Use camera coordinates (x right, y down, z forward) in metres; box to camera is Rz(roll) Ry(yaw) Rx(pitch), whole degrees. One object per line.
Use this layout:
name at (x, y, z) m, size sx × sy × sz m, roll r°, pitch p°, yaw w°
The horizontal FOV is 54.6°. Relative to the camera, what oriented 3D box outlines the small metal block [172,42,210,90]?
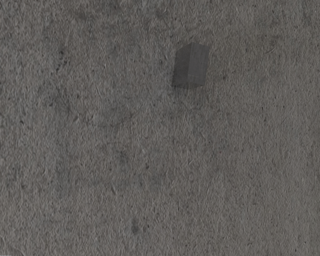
small metal block at (0.040, -0.080, 0.410) m, size 0.025 × 0.050 × 0.050 m, roll 8°, pitch 87°, yaw -20°
